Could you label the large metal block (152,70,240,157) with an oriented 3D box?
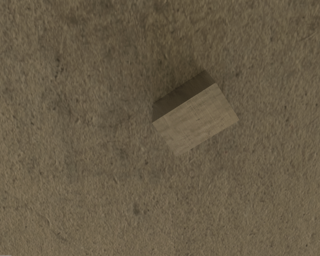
[{"bbox_3d":[0.039,-0.021,0.373,0.080,0.080,0.050,-32,107,11],"label":"large metal block"}]
